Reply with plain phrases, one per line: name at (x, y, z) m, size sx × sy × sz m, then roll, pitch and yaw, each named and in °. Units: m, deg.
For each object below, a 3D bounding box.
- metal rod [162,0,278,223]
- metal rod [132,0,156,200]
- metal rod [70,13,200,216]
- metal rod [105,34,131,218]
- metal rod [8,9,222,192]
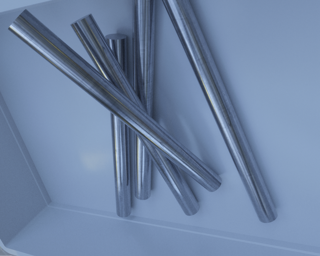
metal rod at (0.077, -0.012, 0.360) m, size 0.025 × 0.025 × 0.299 m, roll -15°, pitch 111°, yaw 34°
metal rod at (-0.022, -0.022, 0.405) m, size 0.025 × 0.025 × 0.298 m, roll 15°, pitch 125°, yaw 19°
metal rod at (-0.018, 0.003, 0.389) m, size 0.025 × 0.025 × 0.299 m, roll -10°, pitch 122°, yaw 32°
metal rod at (-0.057, 0.017, 0.447) m, size 0.025 × 0.025 × 0.298 m, roll 15°, pitch 125°, yaw 19°
metal rod at (-0.029, -0.012, 0.350) m, size 0.025 × 0.025 × 0.301 m, roll -27°, pitch 124°, yaw 37°
